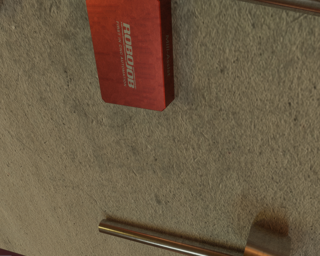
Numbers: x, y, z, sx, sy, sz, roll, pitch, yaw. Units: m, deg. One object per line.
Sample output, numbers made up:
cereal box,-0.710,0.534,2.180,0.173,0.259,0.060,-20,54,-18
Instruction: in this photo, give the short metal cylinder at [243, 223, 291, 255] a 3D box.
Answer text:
short metal cylinder,0.135,0.173,0.407,0.050,0.080,0.079,15,125,20

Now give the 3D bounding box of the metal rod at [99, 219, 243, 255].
metal rod,0.029,0.192,0.510,0.301,0.025,0.025,5,121,25

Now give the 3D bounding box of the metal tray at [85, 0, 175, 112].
metal tray,-0.032,-0.089,0.366,0.090,0.030,0.129,10,123,22

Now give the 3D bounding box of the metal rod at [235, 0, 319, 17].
metal rod,0.015,-0.151,0.305,0.301,0.025,0.025,19,126,17
